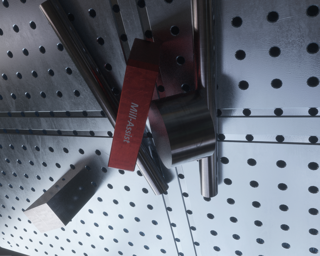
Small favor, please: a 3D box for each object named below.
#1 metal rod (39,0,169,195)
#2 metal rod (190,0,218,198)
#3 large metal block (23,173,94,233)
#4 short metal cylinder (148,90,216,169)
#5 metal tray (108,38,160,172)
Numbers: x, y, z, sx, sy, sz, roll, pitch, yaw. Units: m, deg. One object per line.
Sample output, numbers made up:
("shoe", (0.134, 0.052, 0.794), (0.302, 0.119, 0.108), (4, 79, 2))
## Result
("metal rod", (-0.069, -0.032, 0.427), (0.025, 0.025, 0.299), (-18, 109, 35))
("metal rod", (0.053, -0.041, 0.357), (0.025, 0.025, 0.298), (8, 122, 24))
("large metal block", (-0.180, 0.134, 0.554), (0.080, 0.080, 0.050), (-25, 105, 37))
("short metal cylinder", (0.023, 0.001, 0.357), (0.050, 0.080, 0.079), (-15, 119, -13))
("metal tray", (-0.029, -0.027, 0.355), (0.030, 0.090, 0.129), (12, 119, -6))
